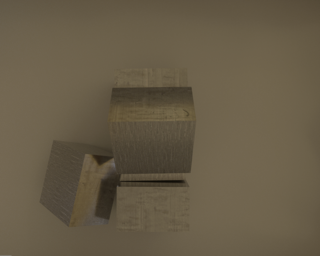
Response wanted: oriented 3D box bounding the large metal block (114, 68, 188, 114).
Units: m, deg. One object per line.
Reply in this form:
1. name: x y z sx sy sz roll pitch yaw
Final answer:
1. large metal block: -0.010 -0.041 0.381 0.081 0.080 0.050 -1 90 -1

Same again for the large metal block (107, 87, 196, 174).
1. large metal block: -0.007 0.004 0.326 0.081 0.079 0.050 -1 45 -1

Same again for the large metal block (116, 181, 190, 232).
1. large metal block: -0.008 0.090 0.382 0.081 0.080 0.050 0 90 -1

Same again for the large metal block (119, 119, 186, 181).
1. large metal block: -0.010 0.024 0.399 0.081 0.050 0.079 -1 90 -1

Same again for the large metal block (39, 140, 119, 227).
1. large metal block: -0.096 0.064 0.373 0.050 0.080 0.080 12 91 -43
